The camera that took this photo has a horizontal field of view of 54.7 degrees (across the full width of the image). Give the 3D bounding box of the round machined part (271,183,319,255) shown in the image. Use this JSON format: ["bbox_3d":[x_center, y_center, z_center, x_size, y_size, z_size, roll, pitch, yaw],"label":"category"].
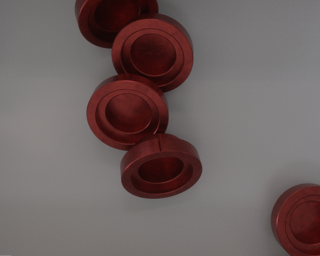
[{"bbox_3d":[0.194,0.121,0.404,0.099,0.042,0.097,0,90,0],"label":"round machined part"}]

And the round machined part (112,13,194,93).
[{"bbox_3d":[-0.007,-0.095,0.387,0.099,0.042,0.097,3,129,4],"label":"round machined part"}]

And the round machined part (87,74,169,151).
[{"bbox_3d":[-0.038,-0.023,0.388,0.099,0.042,0.097,0,122,1],"label":"round machined part"}]

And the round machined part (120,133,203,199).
[{"bbox_3d":[0.000,0.044,0.385,0.099,0.098,0.042,-12,47,0],"label":"round machined part"}]

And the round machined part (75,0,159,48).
[{"bbox_3d":[-0.055,-0.147,0.380,0.098,0.098,0.042,-21,64,0],"label":"round machined part"}]
